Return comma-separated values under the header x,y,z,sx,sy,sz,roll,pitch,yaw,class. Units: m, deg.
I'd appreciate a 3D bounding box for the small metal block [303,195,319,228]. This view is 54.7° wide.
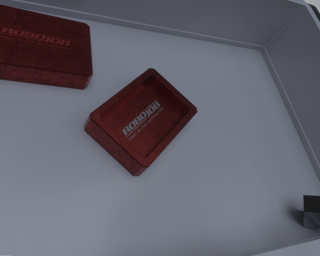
x,y,z,sx,sy,sz,roll,pitch,yaw,class
0.227,0.118,0.429,0.050,0.050,0.025,-1,50,22,small metal block

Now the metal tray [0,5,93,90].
x,y,z,sx,sy,sz,roll,pitch,yaw,class
-0.153,-0.100,0.381,0.131,0.030,0.090,5,60,-26,metal tray

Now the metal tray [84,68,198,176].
x,y,z,sx,sy,sz,roll,pitch,yaw,class
-0.020,-0.013,0.400,0.090,0.030,0.131,43,51,1,metal tray
